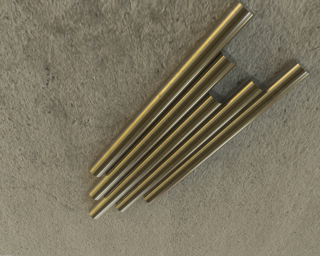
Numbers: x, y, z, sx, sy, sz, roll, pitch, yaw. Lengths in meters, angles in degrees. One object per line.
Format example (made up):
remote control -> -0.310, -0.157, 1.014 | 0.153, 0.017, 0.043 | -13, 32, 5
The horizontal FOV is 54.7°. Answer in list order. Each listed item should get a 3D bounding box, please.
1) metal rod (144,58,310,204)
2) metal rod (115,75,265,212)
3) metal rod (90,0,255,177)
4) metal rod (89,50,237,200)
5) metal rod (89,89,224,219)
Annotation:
metal rod -> 0.072, 0.021, 0.427 | 0.025, 0.025, 0.299 | 29, 124, -23
metal rod -> 0.025, 0.038, 0.441 | 0.025, 0.025, 0.299 | 29, 124, -23
metal rod -> -0.004, -0.029, 0.384 | 0.025, 0.025, 0.299 | 29, 124, -23
metal rod -> -0.013, 0.013, 0.419 | 0.025, 0.025, 0.299 | 29, 124, -23
metal rod -> -0.021, 0.053, 0.454 | 0.025, 0.025, 0.299 | 29, 124, -23
